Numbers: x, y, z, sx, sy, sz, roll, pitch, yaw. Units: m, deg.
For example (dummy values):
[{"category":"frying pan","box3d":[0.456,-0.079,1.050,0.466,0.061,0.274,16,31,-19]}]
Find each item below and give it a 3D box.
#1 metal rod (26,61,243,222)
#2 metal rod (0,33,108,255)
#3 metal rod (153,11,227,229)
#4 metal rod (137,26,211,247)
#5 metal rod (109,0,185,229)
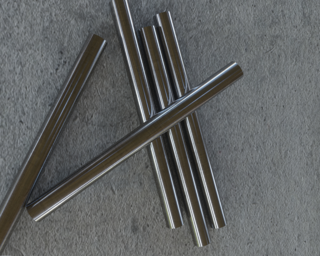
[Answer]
[{"category":"metal rod","box3d":[-0.024,0.012,0.376,0.301,0.025,0.025,-35,102,-8]},{"category":"metal rod","box3d":[-0.137,0.026,0.358,0.025,0.025,0.299,27,81,-18]},{"category":"metal rod","box3d":[0.043,-0.006,0.424,0.025,0.025,0.298,-18,96,-19]},{"category":"metal rod","box3d":[0.021,0.015,0.416,0.025,0.025,0.298,-17,96,-19]},{"category":"metal rod","box3d":[-0.015,-0.015,0.403,0.025,0.025,0.298,-16,96,-19]}]
